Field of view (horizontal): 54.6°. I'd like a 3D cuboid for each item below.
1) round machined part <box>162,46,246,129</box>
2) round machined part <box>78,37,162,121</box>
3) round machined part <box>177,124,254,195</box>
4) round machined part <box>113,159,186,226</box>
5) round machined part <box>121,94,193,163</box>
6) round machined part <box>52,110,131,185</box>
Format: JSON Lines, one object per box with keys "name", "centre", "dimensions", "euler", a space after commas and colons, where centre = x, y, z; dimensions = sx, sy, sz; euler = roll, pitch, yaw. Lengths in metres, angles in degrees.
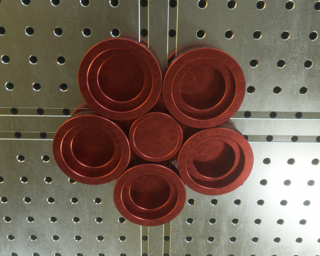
{"name": "round machined part", "centre": [0.052, -0.052, 0.385], "dimensions": [0.099, 0.042, 0.097], "euler": [0, 110, 0]}
{"name": "round machined part", "centre": [-0.047, -0.062, 0.381], "dimensions": [0.099, 0.042, 0.097], "euler": [0, 110, 0]}
{"name": "round machined part", "centre": [0.071, 0.038, 0.419], "dimensions": [0.099, 0.042, 0.097], "euler": [0, 110, 0]}
{"name": "round machined part", "centre": [-0.014, 0.085, 0.435], "dimensions": [0.099, 0.042, 0.097], "euler": [0, 110, 0]}
{"name": "round machined part", "centre": [-0.005, 0.006, 0.406], "dimensions": [0.099, 0.042, 0.097], "euler": [0, 110, 0]}
{"name": "round machined part", "centre": [-0.087, 0.023, 0.411], "dimensions": [0.099, 0.042, 0.097], "euler": [0, 110, 0]}
